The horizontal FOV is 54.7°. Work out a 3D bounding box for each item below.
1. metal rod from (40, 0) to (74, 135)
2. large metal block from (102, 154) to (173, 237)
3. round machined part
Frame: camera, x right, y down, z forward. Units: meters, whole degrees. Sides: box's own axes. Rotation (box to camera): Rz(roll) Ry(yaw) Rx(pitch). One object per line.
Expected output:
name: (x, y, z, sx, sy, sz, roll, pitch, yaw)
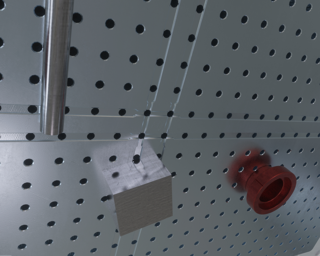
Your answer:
metal rod: (-0.090, -0.129, 0.281, 0.025, 0.025, 0.298, -1, 119, -28)
large metal block: (-0.030, 0.094, 0.437, 0.081, 0.050, 0.079, -16, 125, -20)
round machined part: (0.201, 0.110, 0.578, 0.099, 0.042, 0.097, -14, 124, -21)
